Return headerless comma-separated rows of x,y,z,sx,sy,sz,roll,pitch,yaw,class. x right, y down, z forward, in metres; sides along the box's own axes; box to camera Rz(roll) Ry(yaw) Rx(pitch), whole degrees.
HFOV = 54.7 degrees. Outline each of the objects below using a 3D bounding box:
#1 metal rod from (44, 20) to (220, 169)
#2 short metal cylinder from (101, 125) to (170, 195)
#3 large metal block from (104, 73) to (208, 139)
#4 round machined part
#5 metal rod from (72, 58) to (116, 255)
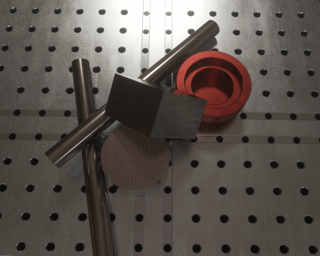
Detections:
-0.023,-0.057,0.415,0.025,0.025,0.301,42,69,13,metal rod
-0.029,0.041,0.383,0.081,0.050,0.080,0,70,0,short metal cylinder
-0.005,-0.025,0.368,0.080,0.081,0.050,26,104,39,large metal block
0.070,-0.053,0.423,0.099,0.042,0.098,0,70,0,round machined part
-0.085,0.045,0.394,0.025,0.025,0.299,-10,70,-4,metal rod
